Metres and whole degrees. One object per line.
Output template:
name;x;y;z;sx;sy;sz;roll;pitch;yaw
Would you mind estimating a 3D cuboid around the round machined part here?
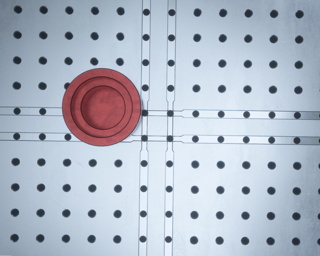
round machined part;-0.072;-0.026;0.404;0.099;0.042;0.097;0;90;0
